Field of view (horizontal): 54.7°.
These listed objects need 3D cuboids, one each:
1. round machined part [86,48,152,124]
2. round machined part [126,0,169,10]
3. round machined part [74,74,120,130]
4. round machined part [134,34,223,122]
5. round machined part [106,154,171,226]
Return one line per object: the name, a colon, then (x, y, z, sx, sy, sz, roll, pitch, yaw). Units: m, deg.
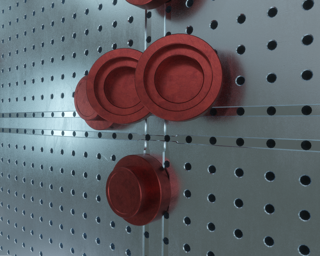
round machined part: (-0.044, -0.053, 0.414, 0.099, 0.042, 0.097, 0, 88, 7)
round machined part: (-0.006, -0.203, 0.402, 0.098, 0.042, 0.097, 0, 90, 39)
round machined part: (-0.094, -0.045, 0.473, 0.098, 0.042, 0.097, 0, 90, 39)
round machined part: (0.023, -0.055, 0.361, 0.098, 0.042, 0.097, 0, 87, 12)
round machined part: (-0.037, 0.086, 0.426, 0.098, 0.042, 0.097, 0, 90, 39)
